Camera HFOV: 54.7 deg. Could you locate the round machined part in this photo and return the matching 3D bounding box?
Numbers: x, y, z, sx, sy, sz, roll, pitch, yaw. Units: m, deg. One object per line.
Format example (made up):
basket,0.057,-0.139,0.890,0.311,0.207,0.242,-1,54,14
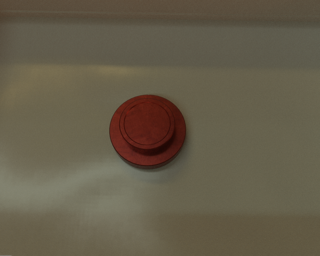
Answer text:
round machined part,-0.016,0.001,0.396,0.099,0.042,0.098,0,70,-1
